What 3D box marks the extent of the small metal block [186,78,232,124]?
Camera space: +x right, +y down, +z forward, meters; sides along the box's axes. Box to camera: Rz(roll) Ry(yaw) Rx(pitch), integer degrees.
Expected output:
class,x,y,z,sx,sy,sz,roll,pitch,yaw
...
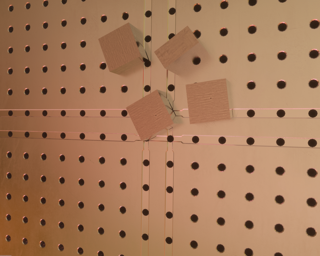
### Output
class,x,y,z,sx,sy,sz,roll,pitch,yaw
small metal block,0.063,-0.032,0.391,0.050,0.025,0.050,-7,88,20

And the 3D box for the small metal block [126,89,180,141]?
class,x,y,z,sx,sy,sz,roll,pitch,yaw
small metal block,-0.010,-0.017,0.417,0.050,0.025,0.050,-29,81,17

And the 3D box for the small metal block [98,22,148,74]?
class,x,y,z,sx,sy,sz,roll,pitch,yaw
small metal block,-0.051,-0.109,0.431,0.050,0.025,0.050,-22,83,18

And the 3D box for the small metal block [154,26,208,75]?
class,x,y,z,sx,sy,sz,roll,pitch,yaw
small metal block,0.028,-0.096,0.390,0.050,0.050,0.025,-35,79,17
